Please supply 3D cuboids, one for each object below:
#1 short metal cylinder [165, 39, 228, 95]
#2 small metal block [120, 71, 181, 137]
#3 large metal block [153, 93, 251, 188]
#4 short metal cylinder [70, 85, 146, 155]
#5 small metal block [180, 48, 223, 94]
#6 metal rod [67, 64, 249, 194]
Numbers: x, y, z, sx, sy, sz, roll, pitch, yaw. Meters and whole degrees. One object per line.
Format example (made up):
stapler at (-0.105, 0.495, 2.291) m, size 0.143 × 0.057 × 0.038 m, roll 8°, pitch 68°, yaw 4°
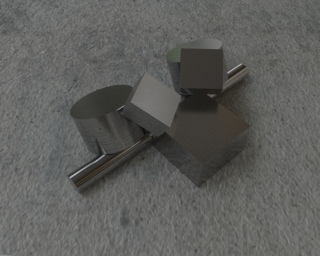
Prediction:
short metal cylinder at (0.053, -0.089, 0.445) m, size 0.080 × 0.050 × 0.080 m, roll -13°, pitch 31°, yaw 8°
small metal block at (-0.009, -0.027, 0.346) m, size 0.050 × 0.025 × 0.050 m, roll 33°, pitch 50°, yaw -15°
large metal block at (0.048, 0.010, 0.378) m, size 0.080 × 0.050 × 0.080 m, roll -34°, pitch 58°, yaw -26°
short metal cylinder at (-0.061, -0.012, 0.380) m, size 0.080 × 0.050 × 0.080 m, roll -13°, pitch 31°, yaw 8°
small metal block at (0.050, -0.069, 0.382) m, size 0.050 × 0.025 × 0.050 m, roll 2°, pitch 81°, yaw 1°
metal rod at (0.015, -0.012, 0.415) m, size 0.302 × 0.025 × 0.025 m, roll -34°, pitch 58°, yaw -26°
